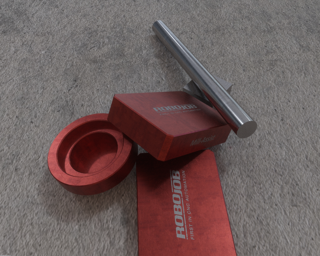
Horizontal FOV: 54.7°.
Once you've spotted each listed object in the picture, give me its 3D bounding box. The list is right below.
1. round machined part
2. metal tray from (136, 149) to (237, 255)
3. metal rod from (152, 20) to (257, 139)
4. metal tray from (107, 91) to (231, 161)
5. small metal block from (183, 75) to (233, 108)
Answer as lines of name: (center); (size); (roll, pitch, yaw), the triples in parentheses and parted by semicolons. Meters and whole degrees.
round machined part: (-0.073, 0.033, 0.356); (0.098, 0.042, 0.098); (-7, 50, 9)
metal tray: (0.022, 0.085, 0.329); (0.091, 0.030, 0.130); (-3, 50, -3)
metal rod: (0.047, -0.090, 0.448); (0.025, 0.025, 0.300); (-15, 43, -13)
metal tray: (0.016, -0.009, 0.364); (0.090, 0.030, 0.131); (36, 28, 31)
small metal block: (0.068, -0.052, 0.448); (0.050, 0.025, 0.050); (32, 57, 23)
